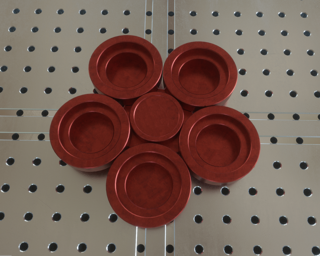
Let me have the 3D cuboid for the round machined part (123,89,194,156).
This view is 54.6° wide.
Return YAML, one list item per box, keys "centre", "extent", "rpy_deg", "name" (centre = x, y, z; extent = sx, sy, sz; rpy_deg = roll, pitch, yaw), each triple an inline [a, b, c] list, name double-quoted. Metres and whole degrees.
- centre: [-0.004, -0.008, 0.405]
  extent: [0.099, 0.042, 0.098]
  rpy_deg: [0, 70, 0]
  name: "round machined part"

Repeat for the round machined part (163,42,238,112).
- centre: [0.053, -0.066, 0.427]
  extent: [0.099, 0.042, 0.098]
  rpy_deg: [0, 70, 0]
  name: "round machined part"

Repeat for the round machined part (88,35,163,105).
- centre: [-0.046, -0.076, 0.430]
  extent: [0.099, 0.042, 0.098]
  rpy_deg: [0, 70, 0]
  name: "round machined part"

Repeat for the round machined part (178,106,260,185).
- centre: [0.072, 0.024, 0.394]
  extent: [0.099, 0.042, 0.098]
  rpy_deg: [0, 70, 0]
  name: "round machined part"

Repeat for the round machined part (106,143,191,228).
- centre: [-0.013, 0.071, 0.376]
  extent: [0.099, 0.042, 0.098]
  rpy_deg: [0, 70, 0]
  name: "round machined part"

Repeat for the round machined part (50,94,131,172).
- centre: [-0.086, 0.008, 0.399]
  extent: [0.099, 0.042, 0.098]
  rpy_deg: [0, 70, 0]
  name: "round machined part"
